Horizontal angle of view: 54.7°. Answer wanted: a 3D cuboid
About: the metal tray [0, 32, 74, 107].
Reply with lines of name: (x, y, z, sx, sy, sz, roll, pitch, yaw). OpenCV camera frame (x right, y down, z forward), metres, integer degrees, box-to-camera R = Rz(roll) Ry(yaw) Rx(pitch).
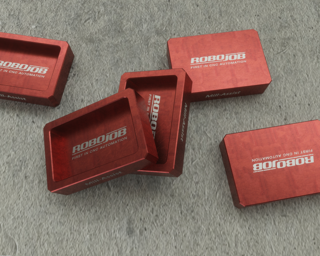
metal tray: (-0.197, -0.084, 0.434, 0.131, 0.030, 0.090, 9, 70, 3)

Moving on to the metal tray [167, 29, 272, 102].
metal tray: (0.080, -0.088, 0.438, 0.131, 0.030, 0.090, -7, 70, -3)

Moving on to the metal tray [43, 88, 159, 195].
metal tray: (-0.074, 0.018, 0.369, 0.130, 0.030, 0.090, -21, 64, 15)

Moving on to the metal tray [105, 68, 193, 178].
metal tray: (-0.013, -0.008, 0.387, 0.090, 0.030, 0.130, 0, 71, 23)

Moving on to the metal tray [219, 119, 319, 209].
metal tray: (0.150, 0.045, 0.390, 0.131, 0.030, 0.090, -9, 70, -4)
